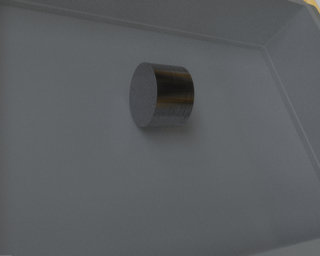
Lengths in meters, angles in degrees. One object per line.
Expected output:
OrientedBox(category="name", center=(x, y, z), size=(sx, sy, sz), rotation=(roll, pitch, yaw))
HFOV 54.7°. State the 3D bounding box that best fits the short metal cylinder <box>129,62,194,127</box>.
OrientedBox(category="short metal cylinder", center=(0.000, -0.041, 0.394), size=(0.050, 0.080, 0.080), rotation=(0, 62, -29))
